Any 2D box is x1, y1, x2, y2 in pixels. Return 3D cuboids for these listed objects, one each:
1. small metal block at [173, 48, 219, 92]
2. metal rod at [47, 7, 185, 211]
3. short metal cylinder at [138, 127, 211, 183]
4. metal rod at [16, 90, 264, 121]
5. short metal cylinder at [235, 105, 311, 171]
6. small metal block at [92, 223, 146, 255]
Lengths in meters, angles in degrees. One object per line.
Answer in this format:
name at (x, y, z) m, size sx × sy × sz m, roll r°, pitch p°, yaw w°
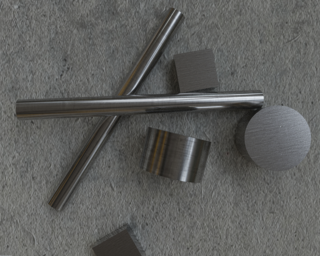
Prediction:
small metal block at (0.047, -0.074, 0.410) m, size 0.050 × 0.025 × 0.050 m, roll -10°, pitch 90°, yaw 0°
metal rod at (-0.057, -0.025, 0.409) m, size 0.025 × 0.025 × 0.299 m, roll 32°, pitch 90°, yaw 0°
short metal cylinder at (0.018, 0.032, 0.383) m, size 0.080 × 0.080 × 0.050 m, roll 14°, pitch 90°, yaw 0°
metal rod at (-0.017, -0.030, 0.388) m, size 0.302 × 0.025 × 0.025 m, roll -3°, pitch 90°, yaw -9°
short metal cylinder at (0.142, 0.012, 0.399) m, size 0.081 × 0.050 × 0.079 m, roll 0°, pitch 90°, yaw 0°
small metal block at (-0.053, 0.163, 0.410) m, size 0.050 × 0.025 × 0.050 m, roll -30°, pitch 90°, yaw 0°
